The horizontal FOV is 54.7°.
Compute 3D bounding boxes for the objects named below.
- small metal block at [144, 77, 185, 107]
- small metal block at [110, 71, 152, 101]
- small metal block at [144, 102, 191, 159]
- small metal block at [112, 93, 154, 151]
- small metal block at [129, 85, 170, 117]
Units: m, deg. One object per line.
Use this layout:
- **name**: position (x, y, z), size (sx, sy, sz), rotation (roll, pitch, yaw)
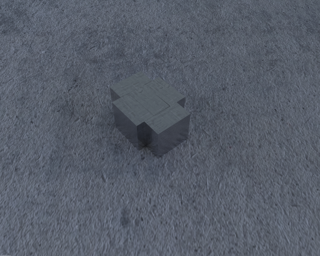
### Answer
- **small metal block**: position (0.006, -0.032, 0.414), size (0.025, 0.050, 0.050), rotation (-34, 58, -25)
- **small metal block**: position (-0.038, -0.042, 0.422), size (0.050, 0.050, 0.025), rotation (-32, 57, -24)
- **small metal block**: position (0.009, 0.004, 0.385), size (0.050, 0.050, 0.025), rotation (-32, 57, -24)
- **small metal block**: position (-0.033, -0.007, 0.393), size (0.025, 0.050, 0.050), rotation (-33, 58, -24)
- **small metal block**: position (-0.014, -0.019, 0.404), size (0.025, 0.050, 0.050), rotation (-33, 58, -24)
